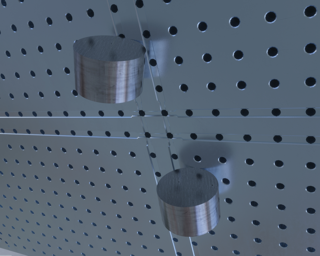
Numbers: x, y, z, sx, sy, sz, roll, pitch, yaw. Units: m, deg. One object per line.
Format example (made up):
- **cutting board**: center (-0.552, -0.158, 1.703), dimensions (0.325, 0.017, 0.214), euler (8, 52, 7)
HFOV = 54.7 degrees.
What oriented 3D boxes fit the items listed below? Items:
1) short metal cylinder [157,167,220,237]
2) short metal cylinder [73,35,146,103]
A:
- **short metal cylinder**: center (0.039, 0.097, 0.414), dimensions (0.080, 0.080, 0.050), euler (5, 121, 25)
- **short metal cylinder**: center (-0.059, -0.070, 0.361), dimensions (0.080, 0.080, 0.050), euler (19, 126, 16)
